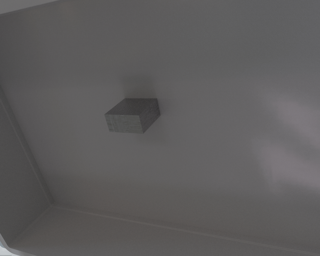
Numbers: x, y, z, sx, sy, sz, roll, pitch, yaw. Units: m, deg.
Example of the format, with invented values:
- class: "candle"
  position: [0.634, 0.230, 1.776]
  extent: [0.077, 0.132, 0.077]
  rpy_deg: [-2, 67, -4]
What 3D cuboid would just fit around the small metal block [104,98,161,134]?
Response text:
- class: "small metal block"
  position: [-0.034, -0.017, 0.401]
  extent: [0.050, 0.050, 0.025]
  rpy_deg: [3, 120, 27]
